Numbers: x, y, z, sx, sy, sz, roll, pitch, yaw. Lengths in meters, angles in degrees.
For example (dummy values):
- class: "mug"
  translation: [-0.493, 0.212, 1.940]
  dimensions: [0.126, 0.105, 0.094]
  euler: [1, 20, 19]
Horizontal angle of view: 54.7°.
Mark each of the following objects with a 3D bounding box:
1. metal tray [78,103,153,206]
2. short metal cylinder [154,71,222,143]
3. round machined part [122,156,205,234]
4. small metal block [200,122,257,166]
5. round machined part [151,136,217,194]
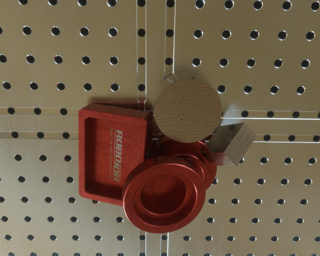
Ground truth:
- class: "metal tray"
  translation: [-0.060, 0.038, 0.412]
  dimensions: [0.090, 0.030, 0.129]
  euler: [9, 110, 11]
- class: "short metal cylinder"
  translation: [0.033, -0.028, 0.390]
  dimensions: [0.081, 0.050, 0.079]
  euler: [0, 110, -1]
- class: "round machined part"
  translation: [0.003, 0.077, 0.382]
  dimensions: [0.099, 0.042, 0.097]
  euler: [-4, 112, -10]
- class: "small metal block"
  translation: [0.088, 0.022, 0.399]
  dimensions: [0.025, 0.050, 0.050]
  euler: [45, 69, -15]
- class: "round machined part"
  translation: [0.029, 0.058, 0.425]
  dimensions: [0.099, 0.042, 0.097]
  euler: [0, 110, -1]
